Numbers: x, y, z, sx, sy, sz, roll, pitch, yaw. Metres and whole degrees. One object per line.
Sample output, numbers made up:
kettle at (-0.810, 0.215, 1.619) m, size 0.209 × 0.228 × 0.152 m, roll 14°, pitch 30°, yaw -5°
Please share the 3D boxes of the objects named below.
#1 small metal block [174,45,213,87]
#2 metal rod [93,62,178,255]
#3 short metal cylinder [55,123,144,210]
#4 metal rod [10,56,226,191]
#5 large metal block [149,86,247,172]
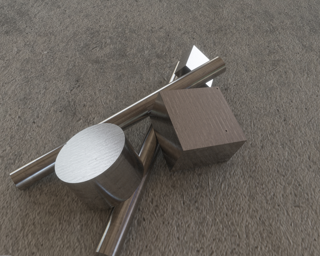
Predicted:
small metal block at (0.054, -0.086, 0.461) m, size 0.050 × 0.025 × 0.050 m, roll 38°, pitch 49°, yaw -20°
metal rod at (-0.009, 0.015, 0.391) m, size 0.025 × 0.025 × 0.300 m, roll 14°, pitch 51°, yaw 11°
short metal cylinder at (-0.064, 0.041, 0.337) m, size 0.080 × 0.050 × 0.080 m, roll -15°, pitch 41°, yaw 14°
metal rod at (-0.040, -0.014, 0.393) m, size 0.302 × 0.025 × 0.025 m, roll -31°, pitch 57°, yaw -16°
large metal block at (0.042, 0.000, 0.370) m, size 0.081 × 0.050 × 0.080 m, roll -8°, pitch 59°, yaw -23°
